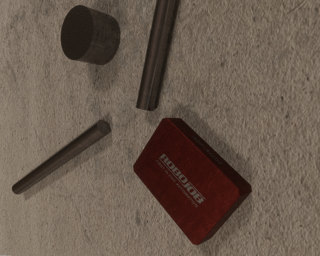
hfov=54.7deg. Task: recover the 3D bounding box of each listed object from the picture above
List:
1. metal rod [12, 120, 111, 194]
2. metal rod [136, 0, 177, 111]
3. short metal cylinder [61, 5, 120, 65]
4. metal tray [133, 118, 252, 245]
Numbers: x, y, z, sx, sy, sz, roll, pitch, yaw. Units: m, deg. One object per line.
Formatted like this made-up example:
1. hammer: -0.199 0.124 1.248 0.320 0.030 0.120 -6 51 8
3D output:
1. metal rod: -0.190 0.062 0.558 0.299 0.025 0.025 -31 71 35
2. metal rod: 0.010 -0.170 0.395 0.025 0.025 0.298 19 102 38
3. short metal cylinder: -0.107 -0.140 0.474 0.080 0.050 0.079 0 90 39
4. metal tray: 0.032 0.060 0.374 0.130 0.030 0.089 46 117 30
